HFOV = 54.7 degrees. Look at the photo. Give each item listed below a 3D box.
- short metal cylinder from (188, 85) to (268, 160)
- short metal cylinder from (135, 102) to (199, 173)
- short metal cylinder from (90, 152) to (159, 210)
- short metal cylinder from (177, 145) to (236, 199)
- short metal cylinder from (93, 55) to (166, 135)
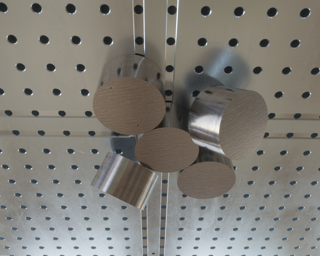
[{"bbox_3d":[0.080,-0.008,0.363,0.081,0.050,0.079,-11,109,-34],"label":"short metal cylinder"},{"bbox_3d":[0.009,0.013,0.406,0.081,0.050,0.079,0,130,0],"label":"short metal cylinder"},{"bbox_3d":[-0.048,0.074,0.430,0.080,0.050,0.080,24,166,7],"label":"short metal cylinder"},{"bbox_3d":[0.064,0.057,0.445,0.081,0.050,0.079,0,130,0],"label":"short metal cylinder"},{"bbox_3d":[-0.034,-0.038,0.362,0.081,0.050,0.079,0,130,0],"label":"short metal cylinder"}]
